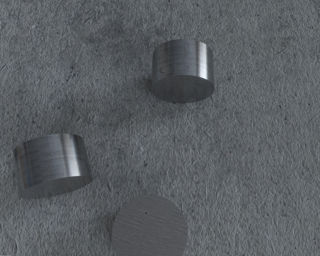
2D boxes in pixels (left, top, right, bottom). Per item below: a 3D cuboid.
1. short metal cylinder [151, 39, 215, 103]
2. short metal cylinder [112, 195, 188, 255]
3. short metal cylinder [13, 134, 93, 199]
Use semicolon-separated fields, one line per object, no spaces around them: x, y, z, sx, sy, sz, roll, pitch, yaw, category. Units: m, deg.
0.030;-0.071;0.405;0.080;0.080;0.050;1;70;0;short metal cylinder
-0.011;0.120;0.351;0.081;0.050;0.080;0;70;0;short metal cylinder
-0.124;0.046;0.361;0.081;0.080;0.050;-16;71;-6;short metal cylinder
